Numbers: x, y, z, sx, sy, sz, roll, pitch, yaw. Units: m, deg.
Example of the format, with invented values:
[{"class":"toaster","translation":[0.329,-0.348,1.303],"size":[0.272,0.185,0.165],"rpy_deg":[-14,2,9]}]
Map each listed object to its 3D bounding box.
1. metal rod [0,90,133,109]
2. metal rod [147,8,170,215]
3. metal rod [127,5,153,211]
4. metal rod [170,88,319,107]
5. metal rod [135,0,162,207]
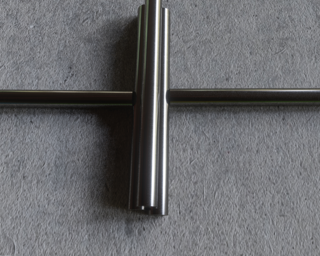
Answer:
[{"class":"metal rod","translation":[-0.188,-0.040,0.421],"size":[0.302,0.025,0.025],"rpy_deg":[0,70,-1]},{"class":"metal rod","translation":[0.000,-0.036,0.423],"size":[0.025,0.025,0.299],"rpy_deg":[1,70,0]},{"class":"metal rod","translation":[-0.024,-0.041,0.425],"size":[0.025,0.025,0.299],"rpy_deg":[1,70,0]},{"class":"metal rod","translation":[0.164,-0.042,0.427],"size":[0.302,0.025,0.025],"rpy_deg":[0,70,-1]},{"class":"metal rod","translation":[-0.013,-0.050,0.406],"size":[0.025,0.025,0.299],"rpy_deg":[1,70,0]}]
